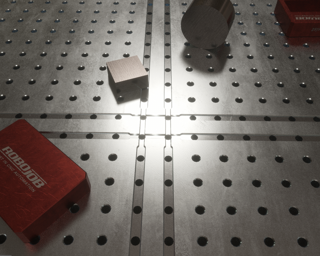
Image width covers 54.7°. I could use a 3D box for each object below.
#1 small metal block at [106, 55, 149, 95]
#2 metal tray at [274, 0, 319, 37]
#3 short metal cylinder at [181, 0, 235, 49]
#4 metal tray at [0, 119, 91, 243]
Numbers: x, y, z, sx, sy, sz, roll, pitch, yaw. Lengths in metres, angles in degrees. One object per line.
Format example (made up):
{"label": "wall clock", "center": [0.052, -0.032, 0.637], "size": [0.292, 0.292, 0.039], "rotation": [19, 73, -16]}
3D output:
{"label": "small metal block", "center": [-0.050, -0.082, 0.476], "size": [0.050, 0.025, 0.050], "rotation": [-17, 52, -14]}
{"label": "metal tray", "center": [0.295, -0.211, 0.585], "size": [0.131, 0.030, 0.090], "rotation": [-1, 50, -2]}
{"label": "short metal cylinder", "center": [0.082, -0.182, 0.526], "size": [0.080, 0.080, 0.050], "rotation": [17, 52, 13]}
{"label": "metal tray", "center": [-0.157, 0.054, 0.357], "size": [0.130, 0.030, 0.090], "rotation": [34, 57, 25]}
